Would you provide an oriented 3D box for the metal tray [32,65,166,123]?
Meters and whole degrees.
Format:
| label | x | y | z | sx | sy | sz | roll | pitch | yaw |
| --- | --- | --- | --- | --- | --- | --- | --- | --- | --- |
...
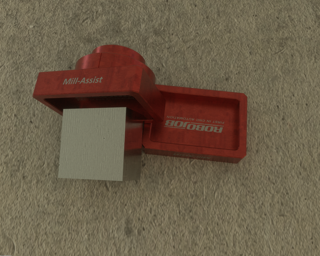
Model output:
| label | x | y | z | sx | sy | sz | roll | pitch | yaw |
| --- | --- | --- | --- | --- | --- | --- | --- | --- | --- |
| metal tray | -0.068 | -0.035 | 0.369 | 0.130 | 0.090 | 0.030 | 0 | 70 | 19 |

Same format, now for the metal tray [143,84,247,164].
| label | x | y | z | sx | sy | sz | roll | pitch | yaw |
| --- | --- | --- | --- | --- | --- | --- | --- | --- | --- |
| metal tray | 0.046 | -0.006 | 0.409 | 0.131 | 0.030 | 0.090 | 6 | 70 | 2 |

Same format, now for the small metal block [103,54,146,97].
| label | x | y | z | sx | sy | sz | roll | pitch | yaw |
| --- | --- | --- | --- | --- | --- | --- | --- | --- | --- |
| small metal block | -0.049 | -0.074 | 0.436 | 0.050 | 0.025 | 0.050 | 6 | 70 | 2 |

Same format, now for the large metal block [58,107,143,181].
| label | x | y | z | sx | sy | sz | roll | pitch | yaw |
| --- | --- | --- | --- | --- | --- | --- | --- | --- | --- |
| large metal block | -0.068 | 0.020 | 0.368 | 0.080 | 0.050 | 0.080 | 0 | 82 | 18 |

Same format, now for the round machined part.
| label | x | y | z | sx | sy | sz | roll | pitch | yaw |
| --- | --- | --- | --- | --- | --- | --- | --- | --- | --- |
| round machined part | -0.054 | -0.066 | 0.383 | 0.099 | 0.098 | 0.042 | 6 | 70 | 2 |
